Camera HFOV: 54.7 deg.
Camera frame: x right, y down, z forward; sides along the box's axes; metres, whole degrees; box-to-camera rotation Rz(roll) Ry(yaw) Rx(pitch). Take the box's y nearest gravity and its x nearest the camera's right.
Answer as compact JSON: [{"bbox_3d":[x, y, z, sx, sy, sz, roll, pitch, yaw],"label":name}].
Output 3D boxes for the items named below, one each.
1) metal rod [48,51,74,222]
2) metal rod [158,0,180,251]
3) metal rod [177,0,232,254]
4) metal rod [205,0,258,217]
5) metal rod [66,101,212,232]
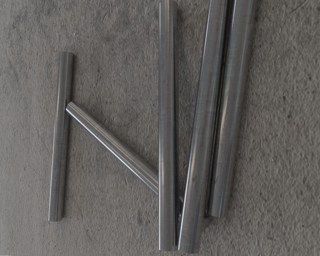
[{"bbox_3d":[-0.176,0.017,0.550,0.025,0.025,0.298,9,96,39],"label":"metal rod"},{"bbox_3d":[0.010,-0.009,0.376,0.025,0.025,0.298,-6,80,40],"label":"metal rod"},{"bbox_3d":[0.051,-0.014,0.345,0.025,0.025,0.298,7,89,40],"label":"metal rod"},{"bbox_3d":[0.081,-0.051,0.337,0.025,0.025,0.298,11,97,39],"label":"metal rod"},{"bbox_3d":[-0.048,0.039,0.444,0.300,0.025,0.025,37,113,34],"label":"metal rod"}]
